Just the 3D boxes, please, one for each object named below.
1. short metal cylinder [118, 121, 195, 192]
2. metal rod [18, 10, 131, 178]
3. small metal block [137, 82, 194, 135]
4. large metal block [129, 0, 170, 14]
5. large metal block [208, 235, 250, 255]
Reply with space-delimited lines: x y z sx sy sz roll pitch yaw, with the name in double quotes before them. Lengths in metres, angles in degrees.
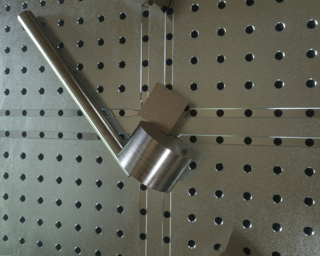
"short metal cylinder" -0.004 0.034 0.384 0.080 0.080 0.050 37 102 16
"metal rod" -0.122 -0.057 0.454 0.025 0.025 0.299 -40 78 15
"small metal block" 0.007 -0.025 0.409 0.050 0.025 0.050 35 101 16
"large metal block" -0.019 -0.209 0.405 0.080 0.050 0.080 27 99 17
"large metal block" 0.083 0.192 0.370 0.080 0.050 0.080 46 104 14
